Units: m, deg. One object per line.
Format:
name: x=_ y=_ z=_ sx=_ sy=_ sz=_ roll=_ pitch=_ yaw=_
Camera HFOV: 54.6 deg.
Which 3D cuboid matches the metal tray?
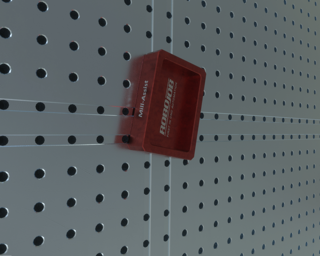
metal tray: x=0.013 y=-0.027 z=0.415 sx=0.091 sy=0.030 sz=0.129 roll=15 pitch=80 yaw=-39
